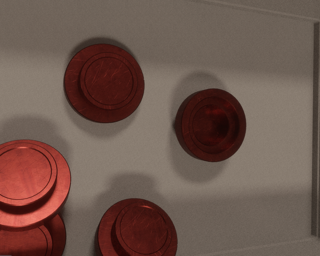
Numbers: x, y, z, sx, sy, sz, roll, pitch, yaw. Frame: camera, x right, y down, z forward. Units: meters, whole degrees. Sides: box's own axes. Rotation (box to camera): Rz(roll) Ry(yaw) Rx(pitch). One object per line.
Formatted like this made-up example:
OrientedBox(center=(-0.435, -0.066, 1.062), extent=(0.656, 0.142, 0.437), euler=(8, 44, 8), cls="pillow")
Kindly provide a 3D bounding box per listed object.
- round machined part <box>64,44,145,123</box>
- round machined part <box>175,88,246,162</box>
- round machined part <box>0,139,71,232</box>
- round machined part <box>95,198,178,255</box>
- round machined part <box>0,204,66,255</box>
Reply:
OrientedBox(center=(-0.065, -0.055, 0.378), extent=(0.099, 0.042, 0.097), euler=(0, 90, -21), cls="round machined part")
OrientedBox(center=(0.066, -0.004, 0.427), extent=(0.099, 0.042, 0.097), euler=(0, 90, -21), cls="round machined part")
OrientedBox(center=(-0.144, 0.054, 0.326), extent=(0.099, 0.042, 0.098), euler=(10, 57, -15), cls="round machined part")
OrientedBox(center=(-0.024, 0.127, 0.367), extent=(0.099, 0.042, 0.098), euler=(13, 47, -14), cls="round machined part")
OrientedBox(center=(-0.156, 0.127, 0.344), extent=(0.099, 0.042, 0.097), euler=(0, 90, -21), cls="round machined part")
